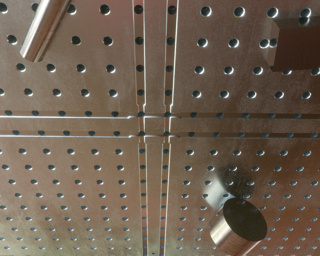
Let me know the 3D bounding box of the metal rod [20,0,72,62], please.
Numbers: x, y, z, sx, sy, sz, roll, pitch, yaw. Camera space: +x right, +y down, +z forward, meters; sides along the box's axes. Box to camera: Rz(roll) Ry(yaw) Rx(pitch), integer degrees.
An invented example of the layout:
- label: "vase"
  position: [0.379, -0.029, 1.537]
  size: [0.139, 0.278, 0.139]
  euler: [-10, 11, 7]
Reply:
- label: "metal rod"
  position: [-0.056, -0.163, 0.249]
  size: [0.025, 0.025, 0.299]
  euler: [28, 131, -22]

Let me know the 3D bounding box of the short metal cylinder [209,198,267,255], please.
- label: "short metal cylinder"
  position: [0.130, 0.165, 0.518]
  size: [0.081, 0.080, 0.050]
  euler: [16, 128, -14]

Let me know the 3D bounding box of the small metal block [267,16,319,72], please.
- label: "small metal block"
  position: [0.148, -0.091, 0.337]
  size: [0.050, 0.025, 0.050]
  euler: [-4, 130, 3]
